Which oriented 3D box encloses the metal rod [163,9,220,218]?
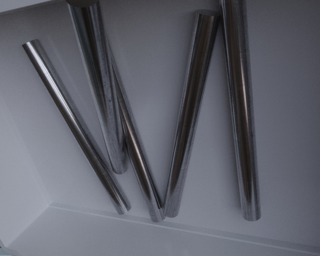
[{"bbox_3d":[0.033,0.006,0.394,0.025,0.025,0.298,19,126,16],"label":"metal rod"}]

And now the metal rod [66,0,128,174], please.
[{"bbox_3d":[-0.059,-0.018,0.352,0.025,0.025,0.299,24,151,13],"label":"metal rod"}]

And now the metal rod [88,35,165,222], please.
[{"bbox_3d":[-0.041,0.012,0.435,0.025,0.025,0.298,-2,118,29],"label":"metal rod"}]

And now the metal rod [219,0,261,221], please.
[{"bbox_3d":[0.093,-0.015,0.349,0.025,0.025,0.298,2,119,27],"label":"metal rod"}]

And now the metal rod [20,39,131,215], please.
[{"bbox_3d":[-0.121,0.010,0.476,0.025,0.025,0.299,-13,112,33],"label":"metal rod"}]
